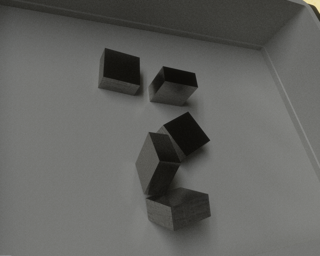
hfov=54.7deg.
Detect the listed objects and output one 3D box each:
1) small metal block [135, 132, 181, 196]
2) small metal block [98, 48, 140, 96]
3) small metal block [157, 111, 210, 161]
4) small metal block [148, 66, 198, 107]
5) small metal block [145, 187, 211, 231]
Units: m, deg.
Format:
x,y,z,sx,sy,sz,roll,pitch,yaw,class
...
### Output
x,y,z,sx,sy,sz,roll,pitch,yaw,class
-0.004,0.041,0.353,0.025,0.050,0.050,9,33,-24,small metal block
-0.055,-0.076,0.424,0.050,0.025,0.050,11,57,-23,small metal block
0.031,0.012,0.416,0.050,0.025,0.050,-29,78,-38,small metal block
0.017,-0.057,0.435,0.050,0.050,0.025,7,59,-25,small metal block
0.020,0.088,0.344,0.050,0.050,0.025,-10,95,-33,small metal block
